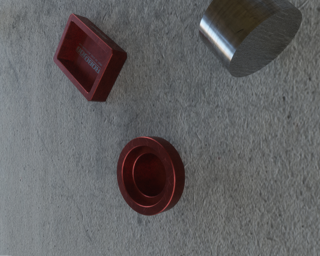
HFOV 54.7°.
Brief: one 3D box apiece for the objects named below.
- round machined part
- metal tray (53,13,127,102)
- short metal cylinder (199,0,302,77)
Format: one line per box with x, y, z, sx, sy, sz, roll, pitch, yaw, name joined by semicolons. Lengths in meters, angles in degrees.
-0.007;0.059;0.400;0.098;0.042;0.097;0;90;40;round machined part
-0.116;-0.113;0.497;0.130;0.030;0.089;45;117;30;metal tray
0.085;-0.095;0.299;0.080;0.081;0.050;-48;62;29;short metal cylinder
